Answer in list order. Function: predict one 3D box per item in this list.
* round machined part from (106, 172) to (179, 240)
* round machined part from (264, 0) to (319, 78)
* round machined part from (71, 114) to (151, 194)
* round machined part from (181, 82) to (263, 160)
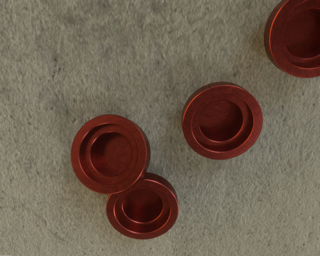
[{"bbox_3d":[-0.024,0.105,0.439,0.099,0.042,0.097,0,110,-1],"label":"round machined part"},{"bbox_3d":[0.170,-0.111,0.362,0.099,0.042,0.097,0,110,-1],"label":"round machined part"},{"bbox_3d":[-0.060,0.033,0.398,0.098,0.042,0.097,-1,84,12],"label":"round machined part"},{"bbox_3d":[0.076,-0.012,0.397,0.099,0.042,0.097,0,110,-1],"label":"round machined part"}]
